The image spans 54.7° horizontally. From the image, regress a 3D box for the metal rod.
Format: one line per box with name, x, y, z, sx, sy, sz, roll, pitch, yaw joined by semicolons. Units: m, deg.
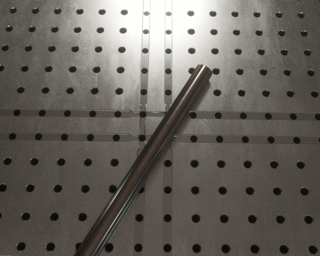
metal rod;-0.014;0.038;0.397;0.025;0.025;0.300;30;72;10
